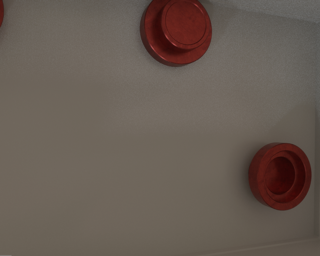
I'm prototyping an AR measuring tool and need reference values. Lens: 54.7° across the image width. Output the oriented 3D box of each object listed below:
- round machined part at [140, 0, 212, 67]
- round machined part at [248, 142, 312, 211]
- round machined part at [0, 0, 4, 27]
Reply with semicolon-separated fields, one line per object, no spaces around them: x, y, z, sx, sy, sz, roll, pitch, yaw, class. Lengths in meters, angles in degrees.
0.026;-0.133;0.411;0.099;0.042;0.097;0;90;-20;round machined part
0.174;0.070;0.465;0.099;0.042;0.097;0;90;-20;round machined part
-0.205;-0.129;0.305;0.099;0.042;0.097;1;89;-47;round machined part
